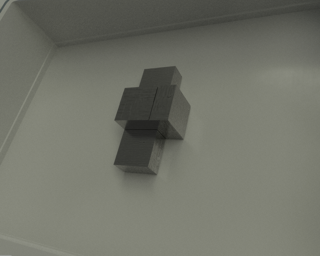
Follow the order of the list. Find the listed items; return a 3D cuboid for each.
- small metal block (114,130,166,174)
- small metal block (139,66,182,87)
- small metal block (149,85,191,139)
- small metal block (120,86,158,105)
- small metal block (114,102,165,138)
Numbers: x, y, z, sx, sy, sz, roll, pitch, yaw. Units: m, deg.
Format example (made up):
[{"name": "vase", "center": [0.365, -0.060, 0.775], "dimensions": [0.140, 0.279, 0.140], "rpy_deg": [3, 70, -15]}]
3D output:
[{"name": "small metal block", "center": [-0.026, 0.030, 0.398], "dimensions": [0.050, 0.025, 0.050], "rpy_deg": [0, 62, 28]}, {"name": "small metal block", "center": [-0.001, -0.058, 0.440], "dimensions": [0.050, 0.025, 0.050], "rpy_deg": [0, 62, 28]}, {"name": "small metal block", "center": [0.014, -0.019, 0.392], "dimensions": [0.025, 0.050, 0.050], "rpy_deg": [0, 62, 28]}, {"name": "small metal block", "center": [-0.017, -0.031, 0.415], "dimensions": [0.050, 0.050, 0.025], "rpy_deg": [0, 62, 28]}, {"name": "small metal block", "center": [-0.022, -0.009, 0.405], "dimensions": [0.050, 0.050, 0.025], "rpy_deg": [0, 62, 28]}]
